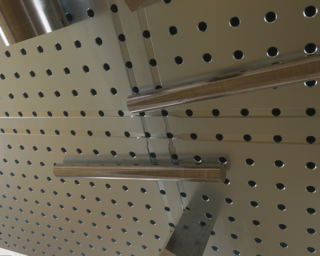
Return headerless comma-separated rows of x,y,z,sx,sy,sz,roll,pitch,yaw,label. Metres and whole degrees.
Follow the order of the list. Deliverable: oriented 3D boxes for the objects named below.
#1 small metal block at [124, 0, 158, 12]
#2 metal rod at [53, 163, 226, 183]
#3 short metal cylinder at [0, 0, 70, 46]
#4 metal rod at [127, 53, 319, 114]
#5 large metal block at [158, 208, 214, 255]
-0.006,-0.145,0.308,0.050,0.050,0.025,-25,105,36,small metal block
-0.049,0.067,0.476,0.300,0.025,0.025,-4,117,29,metal rod
-0.157,-0.136,0.372,0.080,0.080,0.050,-4,116,30,short metal cylinder
0.091,-0.050,0.331,0.300,0.025,0.025,-8,114,31,metal rod
0.033,0.185,0.472,0.050,0.080,0.079,30,128,9,large metal block
